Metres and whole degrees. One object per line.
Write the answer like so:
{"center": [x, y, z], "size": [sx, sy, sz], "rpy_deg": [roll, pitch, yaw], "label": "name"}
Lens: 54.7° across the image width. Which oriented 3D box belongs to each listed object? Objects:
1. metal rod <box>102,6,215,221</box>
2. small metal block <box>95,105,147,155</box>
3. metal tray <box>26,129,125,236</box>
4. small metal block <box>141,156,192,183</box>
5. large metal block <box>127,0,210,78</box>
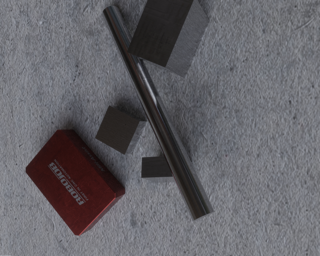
{"center": [-0.012, -0.034, 0.378], "size": [0.025, 0.025, 0.299], "rpy_deg": [-31, 67, 17], "label": "metal rod"}
{"center": [-0.054, 0.002, 0.427], "size": [0.050, 0.025, 0.050], "rpy_deg": [27, 99, 17], "label": "small metal block"}
{"center": [-0.125, 0.076, 0.449], "size": [0.130, 0.030, 0.090], "rpy_deg": [46, 104, 14], "label": "metal tray"}
{"center": [0.010, 0.053, 0.389], "size": [0.050, 0.050, 0.025], "rpy_deg": [-5, 72, 19], "label": "small metal block"}
{"center": [0.013, -0.112, 0.374], "size": [0.050, 0.080, 0.080], "rpy_deg": [26, 98, 18], "label": "large metal block"}
